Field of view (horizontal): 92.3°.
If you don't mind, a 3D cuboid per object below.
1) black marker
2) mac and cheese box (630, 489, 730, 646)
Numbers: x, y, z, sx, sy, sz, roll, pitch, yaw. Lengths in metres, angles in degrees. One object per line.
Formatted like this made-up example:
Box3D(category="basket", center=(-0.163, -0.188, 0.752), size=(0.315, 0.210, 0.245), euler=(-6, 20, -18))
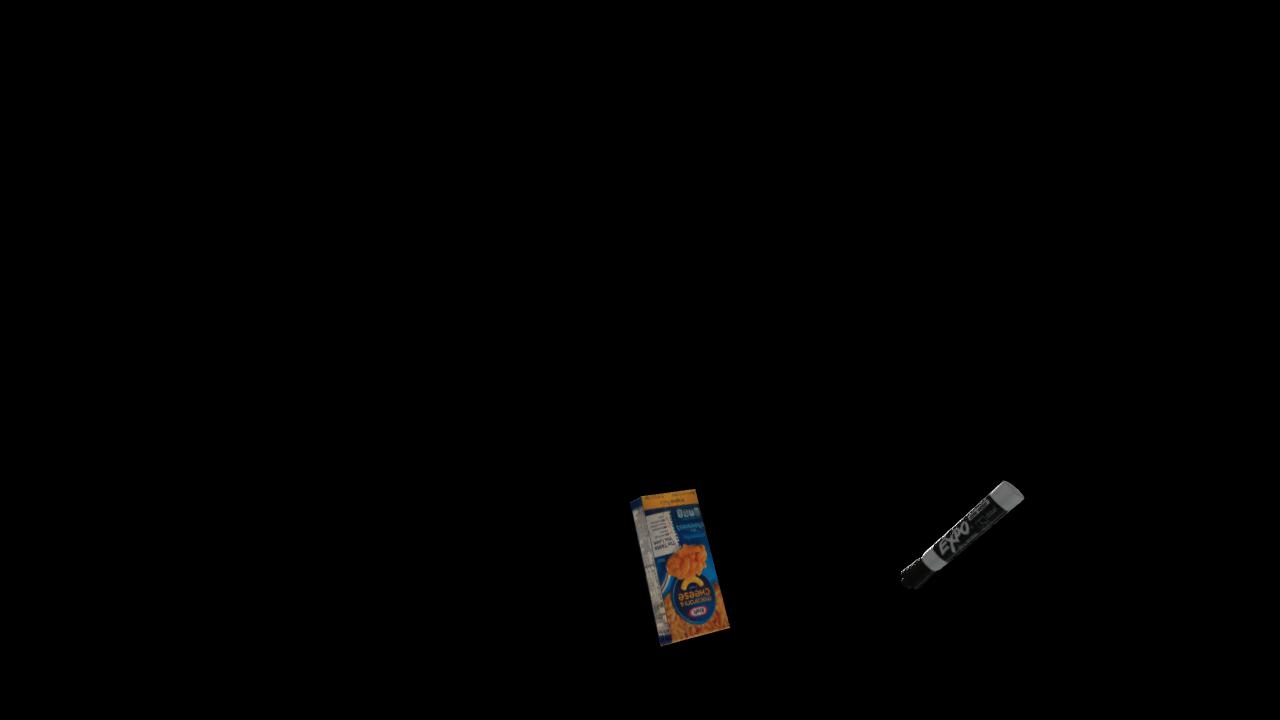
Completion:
Box3D(category="black marker", center=(0.256, 0.145, 0.497), size=(0.020, 0.121, 0.020), euler=(28, 25, -14))
Box3D(category="mac and cheese box", center=(0.051, 0.269, 0.816), size=(0.093, 0.184, 0.041), euler=(1, -27, -32))
